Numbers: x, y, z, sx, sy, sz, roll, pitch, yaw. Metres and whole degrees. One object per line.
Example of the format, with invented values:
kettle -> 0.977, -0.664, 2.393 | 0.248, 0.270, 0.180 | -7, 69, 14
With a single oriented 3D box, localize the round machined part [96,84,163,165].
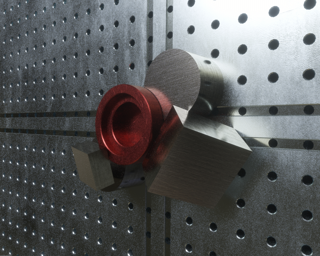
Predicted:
round machined part -> -0.033, -0.004, 0.387 | 0.098, 0.042, 0.097 | 0, 90, 40

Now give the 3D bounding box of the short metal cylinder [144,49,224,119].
short metal cylinder -> 0.028, -0.050, 0.370 | 0.080, 0.050, 0.079 | 0, 90, 40

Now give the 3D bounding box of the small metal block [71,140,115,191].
small metal block -> -0.087, 0.047, 0.400 | 0.050, 0.025, 0.050 | 13, 118, 51

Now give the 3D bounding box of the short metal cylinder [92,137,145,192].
short metal cylinder -> -0.059, 0.047, 0.441 | 0.080, 0.050, 0.079 | 0, 90, 40

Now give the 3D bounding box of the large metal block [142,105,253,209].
large metal block -> 0.036, 0.032, 0.335 | 0.080, 0.081, 0.050 | -62, 21, 21
